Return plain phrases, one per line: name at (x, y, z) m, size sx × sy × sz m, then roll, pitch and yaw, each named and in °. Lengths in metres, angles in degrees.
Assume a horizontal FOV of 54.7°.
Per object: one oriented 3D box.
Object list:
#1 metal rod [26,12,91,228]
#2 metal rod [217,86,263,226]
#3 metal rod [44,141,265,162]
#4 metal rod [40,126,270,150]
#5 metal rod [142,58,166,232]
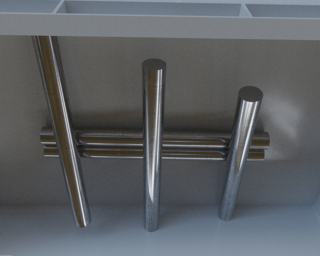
metal rod at (-0.117, 0.014, 0.386) m, size 0.025 × 0.025 × 0.298 m, roll -1°, pitch 122°, yaw 0°
metal rod at (0.104, 0.063, 0.433) m, size 0.025 × 0.025 × 0.298 m, roll -3°, pitch 139°, yaw 2°
metal rod at (-0.006, 0.032, 0.435) m, size 0.302 × 0.025 × 0.025 m, roll 1°, pitch 130°, yaw -2°
metal rod at (-0.005, 0.014, 0.420) m, size 0.302 × 0.025 × 0.025 m, roll 1°, pitch 130°, yaw -2°
metal rod at (-0.010, 0.047, 0.415) m, size 0.025 × 0.025 × 0.298 m, roll 1°, pitch 131°, yaw -1°
